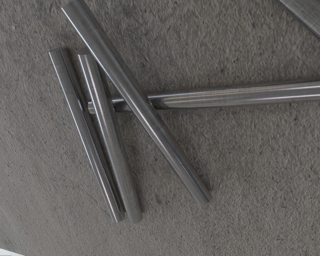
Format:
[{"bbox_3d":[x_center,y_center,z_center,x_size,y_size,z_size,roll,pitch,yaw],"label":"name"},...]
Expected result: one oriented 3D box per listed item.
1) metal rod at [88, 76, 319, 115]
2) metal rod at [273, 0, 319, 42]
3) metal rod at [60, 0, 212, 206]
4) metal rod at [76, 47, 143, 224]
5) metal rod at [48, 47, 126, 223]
[{"bbox_3d":[0.038,-0.034,0.365,0.300,0.025,0.025,-2,118,29],"label":"metal rod"},{"bbox_3d":[0.106,-0.125,0.272,0.300,0.025,0.025,41,129,-1],"label":"metal rod"},{"bbox_3d":[-0.014,-0.013,0.373,0.025,0.025,0.299,-15,121,34],"label":"metal rod"},{"bbox_3d":[-0.061,0.032,0.435,0.025,0.025,0.298,9,130,24],"label":"metal rod"},{"bbox_3d":[-0.105,0.026,0.478,0.025,0.025,0.298,1,119,28],"label":"metal rod"}]
